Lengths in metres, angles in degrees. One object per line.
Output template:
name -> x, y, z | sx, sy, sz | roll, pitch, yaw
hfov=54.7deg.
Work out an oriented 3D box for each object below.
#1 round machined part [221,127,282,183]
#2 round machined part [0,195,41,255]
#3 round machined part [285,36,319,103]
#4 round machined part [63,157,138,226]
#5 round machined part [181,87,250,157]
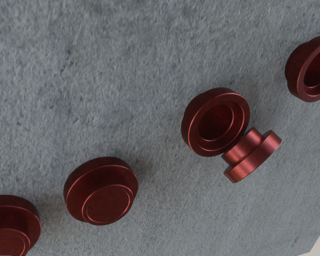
round machined part -> 0.132, 0.036, 0.471 | 0.098, 0.042, 0.098 | -42, 171, -7
round machined part -> -0.195, 0.132, 0.372 | 0.099, 0.042, 0.097 | -14, 125, -21
round machined part -> 0.230, -0.091, 0.468 | 0.099, 0.042, 0.097 | -14, 125, -21
round machined part -> -0.074, 0.090, 0.412 | 0.099, 0.042, 0.097 | -14, 125, -21
round machined part -> 0.072, -0.012, 0.430 | 0.099, 0.042, 0.097 | -14, 125, -21
